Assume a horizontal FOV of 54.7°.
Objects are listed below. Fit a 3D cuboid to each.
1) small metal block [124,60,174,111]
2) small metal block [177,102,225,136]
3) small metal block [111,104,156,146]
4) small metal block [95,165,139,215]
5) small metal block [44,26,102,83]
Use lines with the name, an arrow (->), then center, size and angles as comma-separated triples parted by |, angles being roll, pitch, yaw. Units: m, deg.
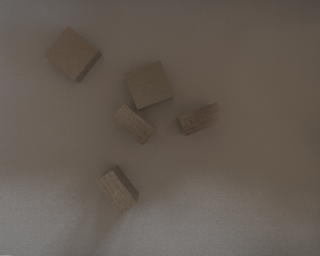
small metal block -> -0.014, -0.055, 0.411 | 0.050, 0.025, 0.050 | -21, 90, -1
small metal block -> 0.050, -0.011, 0.400 | 0.050, 0.050, 0.025 | -22, 90, 0
small metal block -> -0.032, -0.004, 0.399 | 0.050, 0.050, 0.025 | 39, 90, -1
small metal block -> -0.053, 0.078, 0.398 | 0.025, 0.050, 0.050 | -37, 90, 0
small metal block -> -0.114, -0.096, 0.410 | 0.050, 0.025, 0.050 | 39, 90, -1
